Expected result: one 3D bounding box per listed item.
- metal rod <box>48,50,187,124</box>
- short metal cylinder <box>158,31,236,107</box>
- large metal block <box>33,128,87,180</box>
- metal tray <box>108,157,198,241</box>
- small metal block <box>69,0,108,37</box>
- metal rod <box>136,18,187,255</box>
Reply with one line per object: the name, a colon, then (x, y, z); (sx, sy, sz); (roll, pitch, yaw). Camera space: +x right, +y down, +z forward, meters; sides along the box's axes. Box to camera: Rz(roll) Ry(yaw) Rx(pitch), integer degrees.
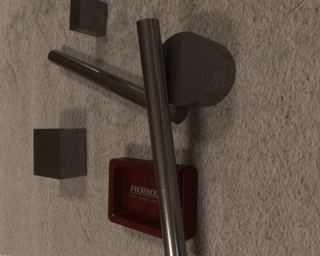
metal rod: (-0.082, -0.072, 0.470); (0.300, 0.025, 0.025); (28, 107, 36)
short metal cylinder: (0.039, -0.064, 0.355); (0.080, 0.050, 0.079); (0, 90, 39)
large metal block: (-0.170, 0.041, 0.526); (0.080, 0.050, 0.079); (-1, 90, 39)
metal tray: (-0.014, 0.090, 0.411); (0.130, 0.030, 0.089); (3, 92, 39)
small metal block: (-0.109, -0.171, 0.476); (0.025, 0.050, 0.050); (6, 94, 39)
metal rod: (0.004, 0.033, 0.343); (0.025, 0.025, 0.298); (-4, 94, 39)
